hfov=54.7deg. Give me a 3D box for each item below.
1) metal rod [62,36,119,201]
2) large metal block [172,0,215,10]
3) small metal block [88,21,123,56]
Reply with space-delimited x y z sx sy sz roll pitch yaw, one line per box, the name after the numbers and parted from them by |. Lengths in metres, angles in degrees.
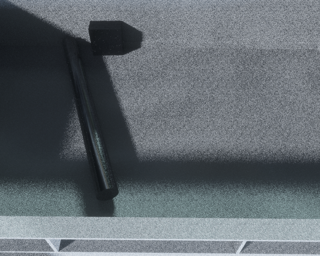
-0.105 -0.035 0.433 0.025 0.025 0.299 -14 52 -12 | metal rod
0.079 -0.295 0.640 0.080 0.050 0.080 18 52 14 | large metal block
-0.088 -0.148 0.512 0.050 0.050 0.025 -1 50 -1 | small metal block
